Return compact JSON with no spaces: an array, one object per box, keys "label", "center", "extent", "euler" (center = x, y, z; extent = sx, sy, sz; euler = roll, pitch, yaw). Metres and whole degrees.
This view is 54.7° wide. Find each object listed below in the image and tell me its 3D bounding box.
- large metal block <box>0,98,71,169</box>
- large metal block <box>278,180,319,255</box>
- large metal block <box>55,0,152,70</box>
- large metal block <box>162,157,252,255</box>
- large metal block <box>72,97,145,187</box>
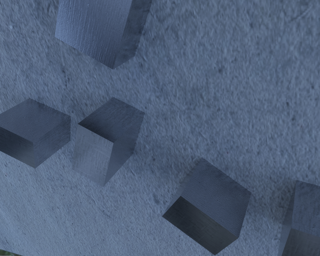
[{"label":"large metal block","center":[-0.196,0.005,0.475],"extent":[0.080,0.080,0.050],"euler":[23,127,14]},{"label":"large metal block","center":[0.171,0.121,0.356],"extent":[0.050,0.080,0.079],"euler":[14,124,20]},{"label":"large metal block","center":[-0.063,-0.125,0.345],"extent":[0.080,0.050,0.079],"euler":[30,128,8]},{"label":"large metal block","center":[0.062,0.098,0.398],"extent":[0.080,0.080,0.050],"euler":[36,129,4]},{"label":"large metal block","center":[-0.069,0.017,0.417],"extent":[0.050,0.080,0.079],"euler":[27,128,11]}]
